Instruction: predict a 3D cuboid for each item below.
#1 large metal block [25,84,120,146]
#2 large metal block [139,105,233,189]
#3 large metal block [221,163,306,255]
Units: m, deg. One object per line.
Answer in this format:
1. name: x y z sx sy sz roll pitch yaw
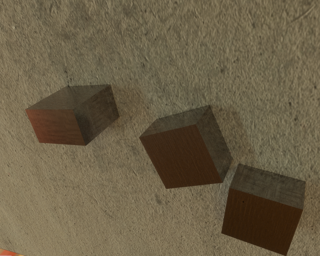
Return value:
1. large metal block: -0.115 -0.020 0.420 0.080 0.080 0.050 2 119 27
2. large metal block: 0.034 0.026 0.389 0.080 0.050 0.080 -14 111 34
3. large metal block: 0.127 0.100 0.386 0.080 0.050 0.079 14 124 20
